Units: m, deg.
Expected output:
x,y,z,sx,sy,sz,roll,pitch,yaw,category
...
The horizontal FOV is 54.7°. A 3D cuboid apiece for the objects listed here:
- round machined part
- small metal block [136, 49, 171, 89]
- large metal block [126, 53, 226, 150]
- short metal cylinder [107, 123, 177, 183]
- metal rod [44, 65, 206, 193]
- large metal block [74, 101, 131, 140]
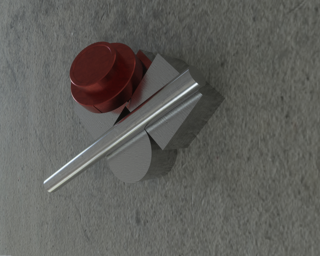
x,y,z,sx,sy,sz,roll,pitch,yaw,category
-0.075,-0.071,0.398,0.098,0.042,0.098,-12,60,21,round machined part
-0.018,-0.069,0.418,0.050,0.025,0.050,50,119,28,small metal block
0.017,-0.031,0.375,0.080,0.050,0.080,49,119,28,large metal block
-0.025,0.029,0.408,0.080,0.050,0.079,0,90,39,short metal cylinder
-0.065,0.018,0.392,0.299,0.025,0.025,-34,69,34,metal rod
-0.068,-0.030,0.443,0.080,0.050,0.080,50,119,28,large metal block
